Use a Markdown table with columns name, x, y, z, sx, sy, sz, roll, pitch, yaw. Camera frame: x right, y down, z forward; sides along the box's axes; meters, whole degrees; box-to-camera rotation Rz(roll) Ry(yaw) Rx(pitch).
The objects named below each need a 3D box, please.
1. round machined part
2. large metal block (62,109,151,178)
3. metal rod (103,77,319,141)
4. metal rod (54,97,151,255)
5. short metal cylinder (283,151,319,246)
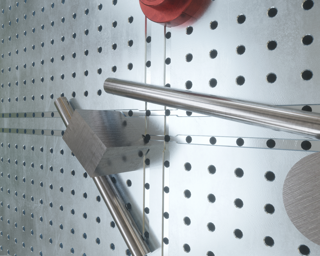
| name | x | y | z | sx | sy | sz | roll | pitch | yaw |
| --- | --- | --- | --- | --- | --- | --- | --- | --- | --- |
| round machined part | 0.008 | -0.182 | 0.390 | 0.098 | 0.042 | 0.097 | 0 | 90 | 39 |
| large metal block | -0.074 | 0.019 | 0.433 | 0.080 | 0.081 | 0.050 | 45 | 117 | 30 |
| metal rod | 0.038 | -0.032 | 0.376 | 0.300 | 0.025 | 0.025 | 16 | 100 | 38 |
| metal rod | -0.099 | 0.065 | 0.488 | 0.025 | 0.025 | 0.299 | -49 | 62 | 29 |
| short metal cylinder | 0.154 | 0.058 | 0.265 | 0.080 | 0.050 | 0.079 | 0 | 90 | 39 |
